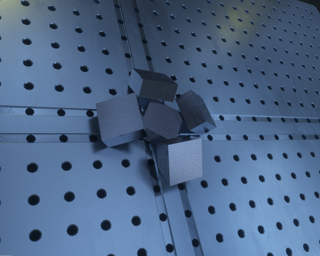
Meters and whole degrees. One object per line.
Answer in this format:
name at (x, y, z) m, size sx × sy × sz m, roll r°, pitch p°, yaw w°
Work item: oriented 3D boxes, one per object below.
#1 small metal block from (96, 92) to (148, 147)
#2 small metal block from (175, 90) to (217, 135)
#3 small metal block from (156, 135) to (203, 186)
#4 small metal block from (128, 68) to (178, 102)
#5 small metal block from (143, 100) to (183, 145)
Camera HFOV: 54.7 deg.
small metal block at (-0.046, -0.010, 0.375) m, size 0.050 × 0.025 × 0.050 m, roll -16°, pitch 65°, yaw 2°
small metal block at (0.051, -0.020, 0.435) m, size 0.050 × 0.025 × 0.050 m, roll 19°, pitch 44°, yaw -62°
small metal block at (0.025, 0.039, 0.383) m, size 0.050 × 0.025 × 0.050 m, roll -10°, pitch 102°, yaw -33°
small metal block at (-0.010, -0.059, 0.424) m, size 0.050 × 0.025 × 0.050 m, roll 6°, pitch 23°, yaw -25°
small metal block at (-0.001, -0.005, 0.412) m, size 0.050 × 0.025 × 0.050 m, roll 28°, pitch 52°, yaw -11°
